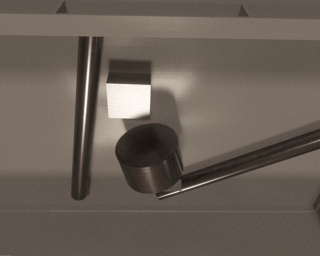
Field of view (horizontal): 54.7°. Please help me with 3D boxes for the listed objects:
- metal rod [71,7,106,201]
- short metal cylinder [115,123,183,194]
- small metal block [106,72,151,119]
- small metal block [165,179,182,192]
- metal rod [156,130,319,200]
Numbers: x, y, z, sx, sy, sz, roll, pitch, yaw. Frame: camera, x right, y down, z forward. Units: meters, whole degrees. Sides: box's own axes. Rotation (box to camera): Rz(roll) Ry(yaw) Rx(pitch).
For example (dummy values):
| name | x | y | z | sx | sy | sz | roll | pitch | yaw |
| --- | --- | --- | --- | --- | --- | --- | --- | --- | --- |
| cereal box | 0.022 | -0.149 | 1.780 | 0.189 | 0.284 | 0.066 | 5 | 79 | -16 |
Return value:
| name | x | y | z | sx | sy | sz | roll | pitch | yaw |
| --- | --- | --- | --- | --- | --- | --- | --- | --- | --- |
| metal rod | -0.098 | -0.005 | 0.403 | 0.025 | 0.025 | 0.298 | 9 | 130 | -8 |
| short metal cylinder | -0.013 | 0.039 | 0.406 | 0.080 | 0.080 | 0.050 | -8 | 130 | 6 |
| small metal block | -0.037 | -0.039 | 0.376 | 0.050 | 0.025 | 0.050 | 2 | 130 | -2 |
| small metal block | 0.004 | 0.064 | 0.448 | 0.050 | 0.050 | 0.025 | -2 | 130 | 1 |
| metal rod | 0.131 | 0.051 | 0.454 | 0.300 | 0.025 | 0.025 | -22 | 127 | 17 |
